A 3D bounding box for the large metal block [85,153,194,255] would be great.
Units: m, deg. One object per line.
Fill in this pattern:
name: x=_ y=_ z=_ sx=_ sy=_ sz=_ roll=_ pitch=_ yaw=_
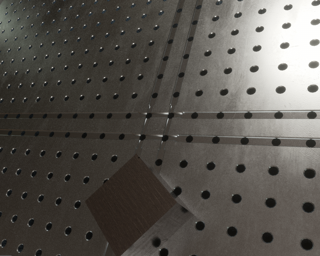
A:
large metal block: x=-0.024 y=0.090 z=0.348 sx=0.080 sy=0.050 sz=0.080 roll=-43 pitch=51 yaw=-2
